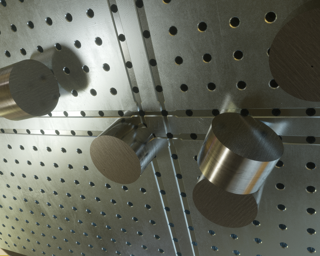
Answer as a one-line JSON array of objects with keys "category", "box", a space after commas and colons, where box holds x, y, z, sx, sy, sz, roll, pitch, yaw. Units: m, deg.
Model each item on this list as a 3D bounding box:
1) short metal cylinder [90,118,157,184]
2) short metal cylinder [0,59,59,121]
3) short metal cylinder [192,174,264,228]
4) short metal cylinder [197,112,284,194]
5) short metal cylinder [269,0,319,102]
[{"category": "short metal cylinder", "box": [-0.051, 0.033, 0.441, 0.080, 0.050, 0.079, 13, 124, 20]}, {"category": "short metal cylinder", "box": [-0.193, -0.053, 0.442, 0.050, 0.080, 0.080, -8, 115, 31]}, {"category": "short metal cylinder", "box": [0.088, 0.080, 0.397, 0.080, 0.050, 0.079, 13, 124, 20]}, {"category": "short metal cylinder", "box": [0.088, 0.026, 0.345, 0.080, 0.080, 0.050, 26, 127, 12]}, {"category": "short metal cylinder", "box": [0.143, -0.070, 0.276, 0.080, 0.050, 0.079, 13, 124, 20]}]
